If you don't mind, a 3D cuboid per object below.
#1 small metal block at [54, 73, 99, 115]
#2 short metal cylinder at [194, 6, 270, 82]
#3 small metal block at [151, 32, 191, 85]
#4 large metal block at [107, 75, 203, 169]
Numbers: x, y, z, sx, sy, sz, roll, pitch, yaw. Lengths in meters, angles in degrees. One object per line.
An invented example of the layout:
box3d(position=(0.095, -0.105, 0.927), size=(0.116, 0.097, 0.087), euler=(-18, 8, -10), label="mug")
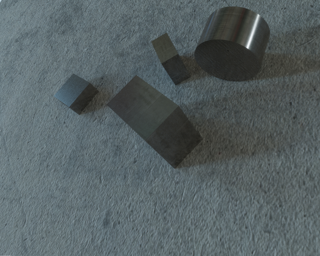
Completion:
box3d(position=(-0.138, -0.056, 0.508), size=(0.050, 0.025, 0.050), euler=(30, 78, 37), label="small metal block")
box3d(position=(0.089, -0.101, 0.383), size=(0.080, 0.080, 0.050), euler=(9, 67, 32), label="short metal cylinder")
box3d(position=(0.016, -0.097, 0.438), size=(0.025, 0.050, 0.050), euler=(-28, 52, 10), label="small metal block")
box3d(position=(-0.005, -0.007, 0.374), size=(0.050, 0.080, 0.080), euler=(-46, 52, -4), label="large metal block")
